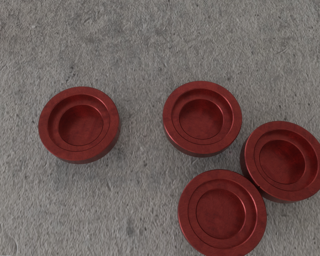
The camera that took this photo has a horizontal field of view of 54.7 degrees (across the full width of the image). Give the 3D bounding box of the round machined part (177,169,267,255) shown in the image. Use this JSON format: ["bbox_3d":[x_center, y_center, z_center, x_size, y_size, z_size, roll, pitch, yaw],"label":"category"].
[{"bbox_3d":[0.069,0.100,0.363,0.099,0.042,0.098,0,70,0],"label":"round machined part"}]

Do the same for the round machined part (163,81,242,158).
[{"bbox_3d":[0.053,-0.008,0.402,0.099,0.042,0.098,0,70,0],"label":"round machined part"}]

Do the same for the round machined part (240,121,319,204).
[{"bbox_3d":[0.147,0.044,0.382,0.099,0.042,0.098,1,68,-3],"label":"round machined part"}]

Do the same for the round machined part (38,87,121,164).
[{"bbox_3d":[-0.099,-0.001,0.399,0.099,0.042,0.098,0,70,0],"label":"round machined part"}]
